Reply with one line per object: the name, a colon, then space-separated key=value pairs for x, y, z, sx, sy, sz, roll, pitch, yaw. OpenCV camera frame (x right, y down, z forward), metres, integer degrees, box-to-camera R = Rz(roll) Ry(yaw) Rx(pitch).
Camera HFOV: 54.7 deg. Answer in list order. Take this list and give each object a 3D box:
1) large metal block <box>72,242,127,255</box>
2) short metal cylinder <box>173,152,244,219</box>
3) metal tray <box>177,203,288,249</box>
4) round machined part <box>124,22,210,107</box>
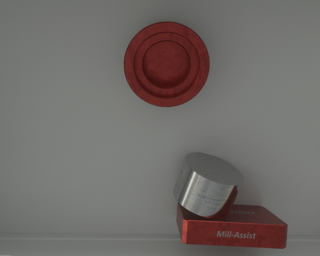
large metal block: x=-0.090 y=0.232 z=0.483 sx=0.080 sy=0.050 sz=0.079 roll=-9 pitch=112 yaw=2
short metal cylinder: x=0.063 y=0.074 z=0.410 sx=0.080 sy=0.080 sz=0.050 roll=16 pitch=109 yaw=-6
metal tray: x=0.092 y=0.130 z=0.423 sx=0.131 sy=0.090 sz=0.030 roll=4 pitch=91 yaw=-2
round machined part: x=0.008 y=-0.077 z=0.374 sx=0.099 sy=0.042 sz=0.097 roll=0 pitch=110 yaw=-1
